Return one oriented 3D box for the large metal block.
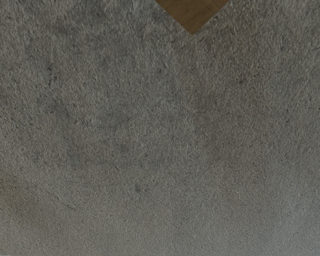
[{"bbox_3d":[0.035,-0.137,0.255,0.050,0.080,0.080,35,122,-26],"label":"large metal block"}]
